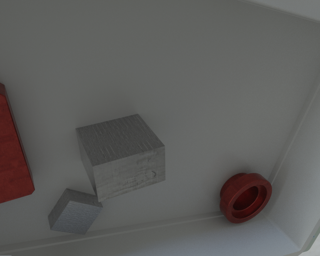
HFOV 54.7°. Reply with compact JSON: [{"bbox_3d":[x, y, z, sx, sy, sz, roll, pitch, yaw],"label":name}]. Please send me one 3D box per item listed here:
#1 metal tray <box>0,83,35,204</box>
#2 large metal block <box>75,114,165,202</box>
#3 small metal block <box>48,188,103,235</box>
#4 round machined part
[{"bbox_3d":[-0.191,0.024,0.317,0.091,0.030,0.129,-15,125,-21],"label":"metal tray"},{"bbox_3d":[-0.047,0.031,0.368,0.081,0.080,0.050,-15,125,-21],"label":"large metal block"},{"bbox_3d":[-0.114,0.114,0.418,0.050,0.025,0.050,26,104,-38],"label":"small metal block"},{"bbox_3d":[0.148,0.120,0.556,0.099,0.042,0.097,-14,125,-21],"label":"round machined part"}]
